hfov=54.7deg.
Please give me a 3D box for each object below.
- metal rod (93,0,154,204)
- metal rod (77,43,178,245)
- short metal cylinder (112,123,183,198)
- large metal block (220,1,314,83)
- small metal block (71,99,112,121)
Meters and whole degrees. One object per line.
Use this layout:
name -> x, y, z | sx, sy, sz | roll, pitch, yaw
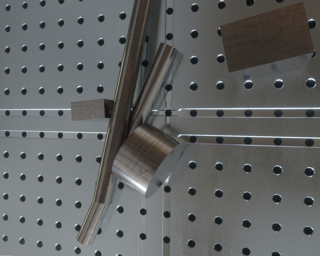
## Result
metal rod -> -0.045, -0.051, 0.409 | 0.025, 0.025, 0.298 | 10, 86, 19
metal rod -> -0.048, 0.028, 0.428 | 0.025, 0.025, 0.298 | 27, 99, 17
short metal cylinder -> -0.014, 0.040, 0.388 | 0.050, 0.080, 0.080 | 32, 100, 17
large metal block -> 0.117, -0.088, 0.342 | 0.080, 0.080, 0.050 | -11, 86, 19
small metal block -> -0.086, -0.024, 0.429 | 0.050, 0.050, 0.025 | -4, 89, 20
